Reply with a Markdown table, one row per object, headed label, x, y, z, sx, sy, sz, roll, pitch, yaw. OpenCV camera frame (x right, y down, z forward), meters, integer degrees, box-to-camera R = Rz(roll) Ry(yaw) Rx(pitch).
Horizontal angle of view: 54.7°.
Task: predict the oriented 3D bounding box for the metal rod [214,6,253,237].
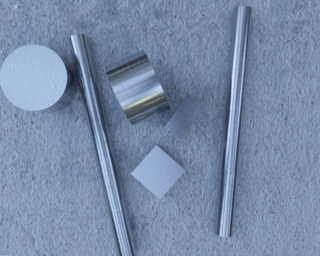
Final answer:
| label | x | y | z | sx | sy | sz | roll | pitch | yaw |
| --- | --- | --- | --- | --- | --- | --- | --- | --- | --- |
| metal rod | 0.097 | -0.008 | 0.410 | 0.025 | 0.025 | 0.298 | 5 | 90 | 0 |

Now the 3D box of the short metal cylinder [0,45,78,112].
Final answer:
| label | x | y | z | sx | sy | sz | roll | pitch | yaw |
| --- | --- | --- | --- | --- | --- | --- | --- | --- | --- |
| short metal cylinder | -0.152 | -0.060 | 0.396 | 0.081 | 0.050 | 0.079 | 0 | 90 | 0 |

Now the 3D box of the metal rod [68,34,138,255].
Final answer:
| label | x | y | z | sx | sy | sz | roll | pitch | yaw |
| --- | --- | --- | --- | --- | --- | --- | --- | --- | --- |
| metal rod | -0.075 | 0.026 | 0.409 | 0.025 | 0.025 | 0.298 | -13 | 90 | 0 |

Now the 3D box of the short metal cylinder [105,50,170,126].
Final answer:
| label | x | y | z | sx | sy | sz | roll | pitch | yaw |
| --- | --- | --- | --- | --- | --- | --- | --- | --- | --- |
| short metal cylinder | -0.027 | -0.049 | 0.382 | 0.050 | 0.080 | 0.080 | -25 | 90 | 0 |

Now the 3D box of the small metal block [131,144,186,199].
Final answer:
| label | x | y | z | sx | sy | sz | roll | pitch | yaw |
| --- | --- | --- | --- | --- | --- | --- | --- | --- | --- |
| small metal block | -0.002 | 0.057 | 0.410 | 0.050 | 0.025 | 0.050 | 41 | 90 | 0 |

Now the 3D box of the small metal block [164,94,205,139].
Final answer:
| label | x | y | z | sx | sy | sz | roll | pitch | yaw |
| --- | --- | --- | --- | --- | --- | --- | --- | --- | --- |
| small metal block | 0.030 | -0.014 | 0.398 | 0.025 | 0.050 | 0.050 | 35 | 90 | 0 |
